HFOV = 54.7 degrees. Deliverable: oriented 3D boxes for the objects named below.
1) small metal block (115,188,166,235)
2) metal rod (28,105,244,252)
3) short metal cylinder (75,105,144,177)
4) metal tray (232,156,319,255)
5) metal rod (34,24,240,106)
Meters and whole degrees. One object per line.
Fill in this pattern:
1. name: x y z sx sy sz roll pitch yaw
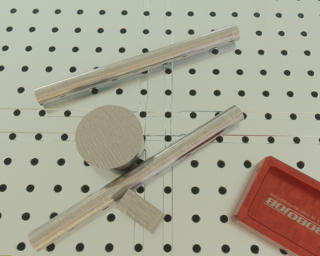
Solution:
1. small metal block: -0.021 0.099 0.362 0.050 0.050 0.025 33 73 11
2. metal rod: -0.020 0.056 0.390 0.301 0.025 0.025 -31 73 -11
3. short metal cylinder: -0.060 0.017 0.391 0.081 0.050 0.080 0 70 0
4. metal tray: 0.166 0.104 0.373 0.130 0.030 0.090 29 72 10
5. metal rod: -0.027 -0.093 0.445 0.302 0.025 0.025 -20 72 -8
